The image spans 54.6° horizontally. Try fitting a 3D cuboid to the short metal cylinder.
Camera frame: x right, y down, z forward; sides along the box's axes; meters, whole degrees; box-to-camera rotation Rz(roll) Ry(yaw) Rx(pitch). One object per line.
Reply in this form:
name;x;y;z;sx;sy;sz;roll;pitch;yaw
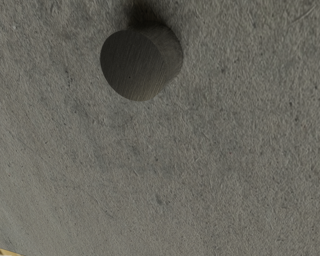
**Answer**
short metal cylinder;-0.020;-0.077;0.354;0.080;0.050;0.080;13;124;21
